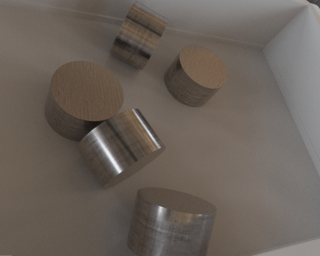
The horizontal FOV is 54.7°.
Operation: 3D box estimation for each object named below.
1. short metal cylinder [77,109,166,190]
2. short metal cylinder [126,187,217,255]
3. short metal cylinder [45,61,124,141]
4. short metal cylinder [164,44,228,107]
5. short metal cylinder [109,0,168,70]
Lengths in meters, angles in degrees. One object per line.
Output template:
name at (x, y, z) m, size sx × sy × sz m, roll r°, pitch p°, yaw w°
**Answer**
short metal cylinder at (-0.041, 0.023, 0.334) m, size 0.081 × 0.080 × 0.050 m, roll -27°, pitch 77°, yaw -37°
short metal cylinder at (0.011, 0.096, 0.309) m, size 0.081 × 0.080 × 0.050 m, roll 12°, pitch 92°, yaw -22°
short metal cylinder at (-0.089, -0.031, 0.360) m, size 0.081 × 0.050 × 0.080 m, roll 14°, pitch 56°, yaw -21°
short metal cylinder at (0.053, -0.078, 0.466) m, size 0.081 × 0.050 × 0.080 m, roll 14°, pitch 56°, yaw -21°
short metal cylinder at (-0.030, -0.128, 0.432) m, size 0.050 × 0.080 × 0.080 m, roll 27°, pitch 53°, yaw -12°
